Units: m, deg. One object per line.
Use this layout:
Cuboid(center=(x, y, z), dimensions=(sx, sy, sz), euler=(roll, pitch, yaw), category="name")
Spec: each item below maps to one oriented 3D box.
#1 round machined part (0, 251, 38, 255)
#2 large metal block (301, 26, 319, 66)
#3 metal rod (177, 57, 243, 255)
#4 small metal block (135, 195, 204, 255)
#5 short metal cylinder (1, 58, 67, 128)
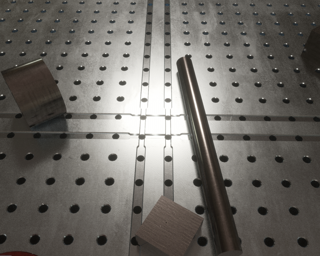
Cuboid(center=(-0.127, 0.160, 0.260), dimensions=(0.099, 0.042, 0.098), euler=(0, 50, 0), category="round machined part")
Cuboid(center=(0.298, -0.135, 0.509), dimensions=(0.081, 0.050, 0.080), euler=(-32, 57, -24), category="large metal block")
Cuboid(center=(0.054, 0.010, 0.399), dimensions=(0.025, 0.025, 0.300), euler=(-4, 50, -4), category="metal rod")
Cuboid(center=(0.010, 0.106, 0.319), dimensions=(0.050, 0.025, 0.050), euler=(25, 54, 19), category="small metal block")
Cuboid(center=(-0.165, -0.046, 0.408), dimensions=(0.050, 0.080, 0.080), euler=(-28, 56, -21), category="short metal cylinder")
